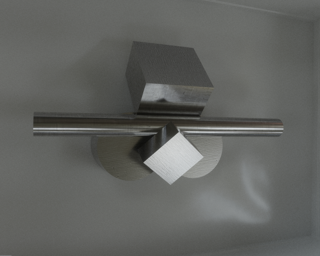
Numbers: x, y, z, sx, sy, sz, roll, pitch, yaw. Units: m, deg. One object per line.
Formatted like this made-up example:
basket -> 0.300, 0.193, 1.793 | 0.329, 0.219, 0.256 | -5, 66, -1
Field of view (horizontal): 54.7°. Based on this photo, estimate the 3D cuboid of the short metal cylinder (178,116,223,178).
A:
short metal cylinder -> 0.035, 0.023, 0.410 | 0.081, 0.050, 0.079 | 0, 90, -21

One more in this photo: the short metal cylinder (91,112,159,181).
short metal cylinder -> -0.041, 0.021, 0.382 | 0.081, 0.050, 0.079 | 0, 90, -21

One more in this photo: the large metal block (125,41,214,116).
large metal block -> 0.008, -0.058, 0.378 | 0.081, 0.050, 0.080 | 1, 47, -20

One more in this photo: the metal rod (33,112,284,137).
metal rod -> 0.015, -0.002, 0.363 | 0.303, 0.025, 0.025 | 1, 90, -21

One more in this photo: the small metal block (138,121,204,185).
small metal block -> 0.012, 0.029, 0.350 | 0.050, 0.025, 0.050 | -41, 124, 6
